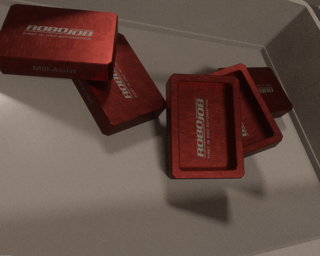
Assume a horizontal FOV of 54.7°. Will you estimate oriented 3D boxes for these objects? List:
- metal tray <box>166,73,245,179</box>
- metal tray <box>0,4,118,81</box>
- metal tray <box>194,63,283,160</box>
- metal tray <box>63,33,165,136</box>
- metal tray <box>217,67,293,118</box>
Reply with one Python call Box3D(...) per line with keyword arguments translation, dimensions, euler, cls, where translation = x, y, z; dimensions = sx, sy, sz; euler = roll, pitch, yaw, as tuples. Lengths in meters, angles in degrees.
Box3D(translation=(0.055, -0.001, 0.392), dimensions=(0.091, 0.030, 0.129), euler=(1, 80, -10), cls="metal tray")
Box3D(translation=(-0.120, -0.104, 0.376), dimensions=(0.131, 0.030, 0.090), euler=(3, 58, -5), cls="metal tray")
Box3D(translation=(0.104, -0.022, 0.447), dimensions=(0.091, 0.030, 0.130), euler=(-19, 70, -5), cls="metal tray")
Box3D(translation=(-0.061, -0.062, 0.409), dimensions=(0.091, 0.030, 0.130), euler=(-22, 74, -36), cls="metal tray")
Box3D(translation=(0.155, -0.058, 0.524), dimensions=(0.131, 0.030, 0.090), euler=(-8, 66, -32), cls="metal tray")
